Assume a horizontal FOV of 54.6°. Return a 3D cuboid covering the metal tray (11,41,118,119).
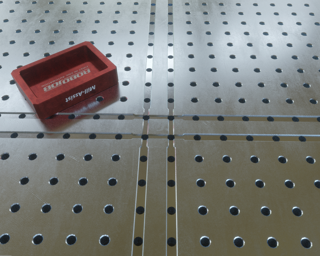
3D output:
[{"bbox_3d":[-0.141,-0.077,0.468,0.131,0.030,0.090,-31,57,-23],"label":"metal tray"}]
